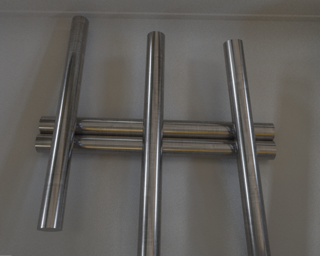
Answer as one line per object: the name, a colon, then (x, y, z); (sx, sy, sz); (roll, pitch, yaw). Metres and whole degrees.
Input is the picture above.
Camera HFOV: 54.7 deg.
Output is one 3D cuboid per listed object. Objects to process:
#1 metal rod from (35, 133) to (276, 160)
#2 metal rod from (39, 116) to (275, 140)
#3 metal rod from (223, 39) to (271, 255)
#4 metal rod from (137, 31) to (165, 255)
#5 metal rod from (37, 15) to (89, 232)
metal rod: (-0.005, 0.024, 0.400); (0.302, 0.025, 0.025); (2, 70, 0)
metal rod: (-0.004, 0.001, 0.408); (0.302, 0.025, 0.025); (2, 70, 0)
metal rod: (0.105, 0.036, 0.373); (0.025, 0.025, 0.298); (-4, 78, -2)
metal rod: (-0.009, 0.014, 0.377); (0.025, 0.025, 0.299); (1, 70, 0)
metal rod: (-0.116, -0.026, 0.391); (0.025, 0.025, 0.299); (-1, 62, -1)
